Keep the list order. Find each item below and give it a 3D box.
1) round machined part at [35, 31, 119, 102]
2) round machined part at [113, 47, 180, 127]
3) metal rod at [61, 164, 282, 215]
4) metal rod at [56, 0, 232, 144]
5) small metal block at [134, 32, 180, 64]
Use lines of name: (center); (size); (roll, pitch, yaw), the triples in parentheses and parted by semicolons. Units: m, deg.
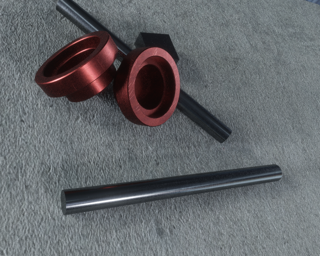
round machined part: (-0.091, -0.068, 0.362); (0.042, 0.098, 0.098); (58, 41, -36)
round machined part: (-0.020, -0.052, 0.393); (0.099, 0.042, 0.097); (-12, 106, -49)
metal rod: (0.036, 0.070, 0.380); (0.303, 0.025, 0.025); (-2, 63, -29)
metal rod: (-0.021, -0.082, 0.441); (0.300, 0.025, 0.025); (39, 51, -2)
small metal block: (-0.005, -0.117, 0.472); (0.050, 0.025, 0.050); (-6, 65, -31)
